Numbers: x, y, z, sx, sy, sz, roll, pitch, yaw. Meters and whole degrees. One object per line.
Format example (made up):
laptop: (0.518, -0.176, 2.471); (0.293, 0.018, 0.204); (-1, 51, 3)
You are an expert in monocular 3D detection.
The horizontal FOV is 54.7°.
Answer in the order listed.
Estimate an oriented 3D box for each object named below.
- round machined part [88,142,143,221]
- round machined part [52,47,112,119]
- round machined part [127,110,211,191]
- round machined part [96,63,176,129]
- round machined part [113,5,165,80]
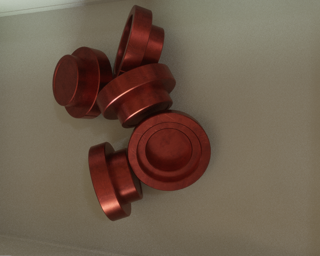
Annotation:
round machined part: (-0.052, 0.063, 0.392); (0.042, 0.098, 0.098); (-18, 84, 1)
round machined part: (-0.110, -0.062, 0.419); (0.098, 0.042, 0.097); (-3, 85, 45)
round machined part: (0.011, 0.025, 0.384); (0.099, 0.042, 0.097); (0, 104, -1)
round machined part: (-0.024, -0.033, 0.379); (0.098, 0.098, 0.042); (-31, 78, 17)
round machined part: (-0.026, -0.099, 0.390); (0.042, 0.098, 0.097); (14, 96, -17)
